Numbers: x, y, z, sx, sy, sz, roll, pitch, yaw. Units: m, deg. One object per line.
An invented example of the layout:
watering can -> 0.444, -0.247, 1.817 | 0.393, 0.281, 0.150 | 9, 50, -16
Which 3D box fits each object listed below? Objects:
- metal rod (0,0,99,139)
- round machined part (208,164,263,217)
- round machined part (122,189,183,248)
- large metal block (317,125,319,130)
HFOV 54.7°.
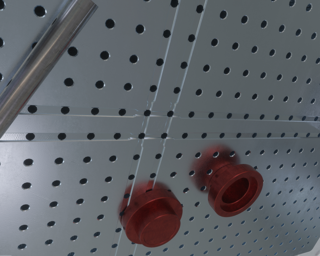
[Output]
metal rod -> -0.164, -0.010, 0.315 | 0.025, 0.025, 0.299 | 34, 99, -39
round machined part -> 0.123, 0.101, 0.530 | 0.099, 0.042, 0.097 | -14, 124, -21
round machined part -> -0.007, 0.148, 0.488 | 0.099, 0.042, 0.097 | -14, 124, -21
large metal block -> 0.360, -0.015, 0.583 | 0.081, 0.050, 0.079 | 11, 113, -33
